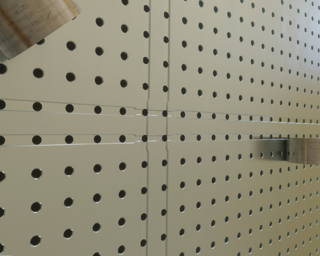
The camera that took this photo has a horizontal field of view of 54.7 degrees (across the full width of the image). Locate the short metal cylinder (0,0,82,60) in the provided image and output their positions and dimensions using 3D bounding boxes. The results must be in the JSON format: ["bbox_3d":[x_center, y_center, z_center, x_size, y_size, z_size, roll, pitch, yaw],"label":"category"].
[{"bbox_3d":[-0.118,-0.104,0.275,0.080,0.080,0.050,-49,120,-29],"label":"short metal cylinder"}]

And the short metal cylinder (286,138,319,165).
[{"bbox_3d":[0.300,0.045,0.629,0.081,0.080,0.050,2,89,-40],"label":"short metal cylinder"}]
